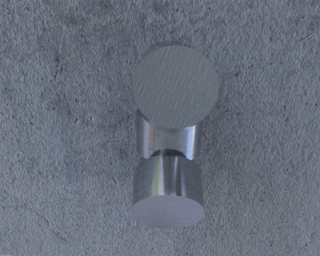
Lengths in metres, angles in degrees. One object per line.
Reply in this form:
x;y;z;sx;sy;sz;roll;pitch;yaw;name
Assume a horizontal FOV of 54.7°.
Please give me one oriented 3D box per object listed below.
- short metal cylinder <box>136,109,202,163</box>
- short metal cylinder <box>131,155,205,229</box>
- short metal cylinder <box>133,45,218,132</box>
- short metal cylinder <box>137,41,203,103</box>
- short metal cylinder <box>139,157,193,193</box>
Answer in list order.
0.011;0.003;0.383;0.081;0.080;0.050;1;110;-1;short metal cylinder
0.009;0.075;0.355;0.080;0.050;0.080;1;138;1;short metal cylinder
0.014;-0.037;0.315;0.081;0.050;0.080;0;85;-1;short metal cylinder
0.012;-0.063;0.375;0.081;0.050;0.079;0;110;0;short metal cylinder
0.009;0.063;0.421;0.081;0.050;0.079;0;110;0;short metal cylinder
